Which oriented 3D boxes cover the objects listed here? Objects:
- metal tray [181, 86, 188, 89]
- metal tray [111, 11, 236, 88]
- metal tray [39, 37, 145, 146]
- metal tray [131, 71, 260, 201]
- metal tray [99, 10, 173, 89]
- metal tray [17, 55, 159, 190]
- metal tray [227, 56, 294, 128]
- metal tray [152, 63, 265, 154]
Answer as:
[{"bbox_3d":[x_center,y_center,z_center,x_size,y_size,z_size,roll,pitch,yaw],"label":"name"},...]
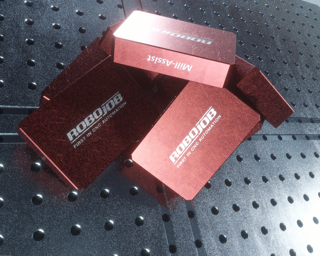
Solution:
[{"bbox_3d":[0.082,-0.073,0.465,0.131,0.030,0.090,23,50,-39],"label":"metal tray"},{"bbox_3d":[0.019,-0.095,0.360,0.131,0.030,0.090,14,39,4],"label":"metal tray"},{"bbox_3d":[-0.075,-0.050,0.394,0.090,0.030,0.130,34,51,-6],"label":"metal tray"},{"bbox_3d":[0.040,0.008,0.364,0.090,0.130,0.030,38,9,-4],"label":"metal tray"},{"bbox_3d":[-0.015,-0.117,0.443,0.090,0.030,0.131,41,37,-2],"label":"metal tray"},{"bbox_3d":[-0.073,-0.008,0.341,0.131,0.030,0.090,-45,104,-28],"label":"metal tray"},{"bbox_3d":[0.113,-0.062,0.422,0.090,0.030,0.130,39,12,-29],"label":"metal tray"},{"bbox_3d":[0.063,-0.028,0.417,0.130,0.090,0.030,38,52,-2],"label":"metal tray"}]
